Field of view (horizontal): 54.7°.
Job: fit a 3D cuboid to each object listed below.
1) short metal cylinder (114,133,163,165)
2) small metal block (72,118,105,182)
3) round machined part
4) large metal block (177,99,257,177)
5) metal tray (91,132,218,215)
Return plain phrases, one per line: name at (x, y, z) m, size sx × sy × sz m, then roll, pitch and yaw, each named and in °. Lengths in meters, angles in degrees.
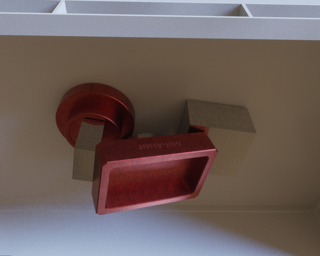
short metal cylinder at (-0.021, 0.051, 0.418) m, size 0.081 × 0.050 × 0.080 m, roll -10°, pitch 144°, yaw -7°
small metal block at (-0.082, 0.025, 0.356) m, size 0.025 × 0.050 × 0.050 m, roll 10°, pitch 130°, yaw -8°
round machined part at (-0.082, -0.004, 0.391) m, size 0.099 × 0.042 × 0.097 m, roll -1°, pitch 130°, yaw 0°
large metal block at (0.067, 0.015, 0.403) m, size 0.081 × 0.050 × 0.079 m, roll 7°, pitch 130°, yaw -7°
metal tray at (-0.008, 0.052, 0.355) m, size 0.131 × 0.030 × 0.089 m, roll -5°, pitch 133°, yaw -22°
